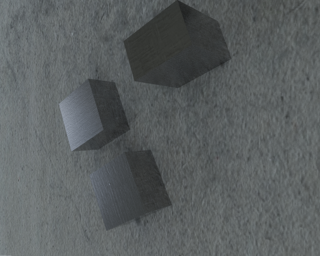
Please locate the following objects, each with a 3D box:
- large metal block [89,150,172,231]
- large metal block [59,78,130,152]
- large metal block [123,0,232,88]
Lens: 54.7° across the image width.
[{"bbox_3d":[-0.042,0.084,0.421,0.080,0.050,0.080,-34,70,34],"label":"large metal block"},{"bbox_3d":[-0.101,-0.018,0.469,0.080,0.050,0.080,-30,71,35],"label":"large metal block"},{"bbox_3d":[0.020,-0.088,0.351,0.080,0.081,0.050,-25,74,37],"label":"large metal block"}]
